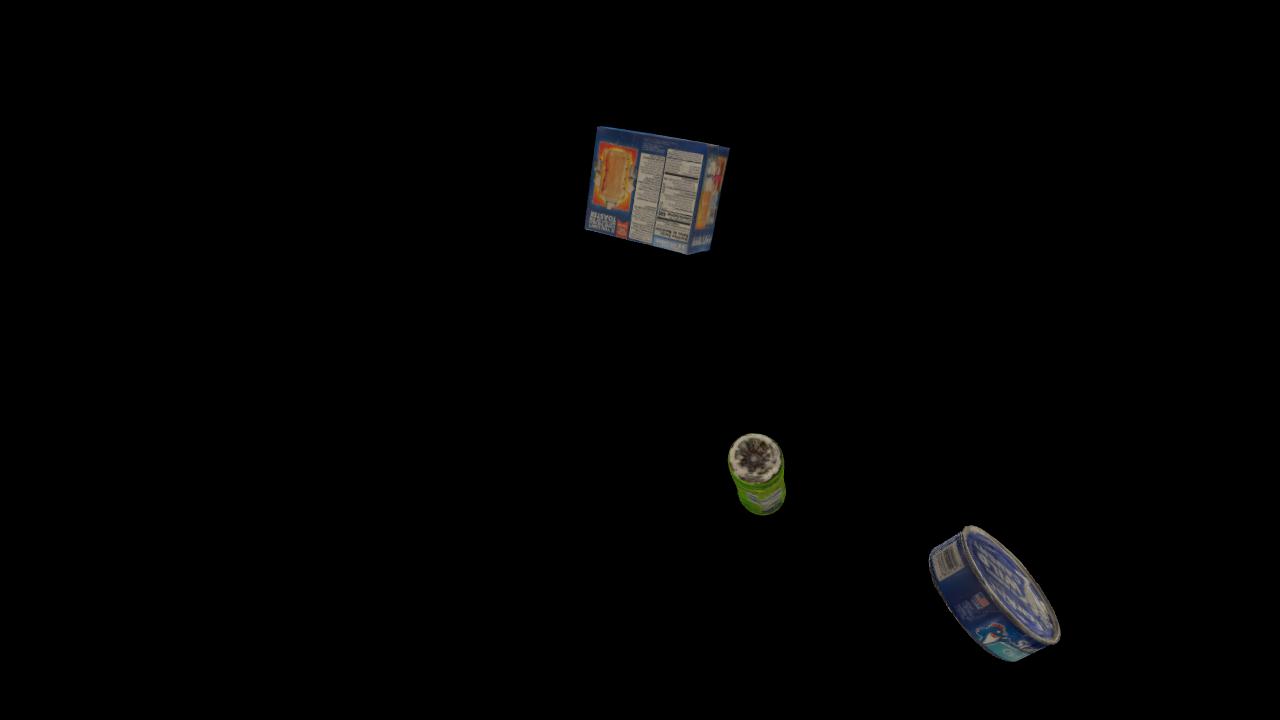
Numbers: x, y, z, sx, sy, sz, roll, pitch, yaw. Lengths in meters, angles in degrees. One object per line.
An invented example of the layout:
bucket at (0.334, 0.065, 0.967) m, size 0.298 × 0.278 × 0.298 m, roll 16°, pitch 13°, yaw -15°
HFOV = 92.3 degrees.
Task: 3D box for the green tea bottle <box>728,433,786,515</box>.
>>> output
green tea bottle at (0.163, 0.169, 0.840) m, size 0.073 × 0.073 × 0.212 m, roll 0°, pitch -29°, yaw 13°

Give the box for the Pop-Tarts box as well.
Pop-Tarts box at (0.021, -0.233, 0.841) m, size 0.167 × 0.141 × 0.083 m, roll 19°, pitch 21°, yaw 26°

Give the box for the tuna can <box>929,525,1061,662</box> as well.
tuna can at (0.240, 0.159, 0.421) m, size 0.084 × 0.084 × 0.034 m, roll 0°, pitch -41°, yaw -50°
